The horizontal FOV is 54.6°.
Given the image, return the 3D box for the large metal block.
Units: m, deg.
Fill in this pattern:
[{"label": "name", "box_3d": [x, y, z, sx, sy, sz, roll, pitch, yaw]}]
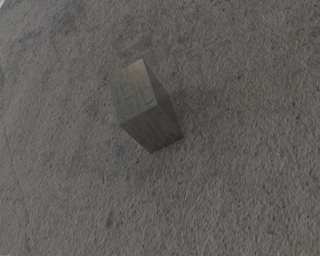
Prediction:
[{"label": "large metal block", "box_3d": [-0.017, -0.026, 0.395, 0.050, 0.080, 0.080, -27, 52, 12]}]
